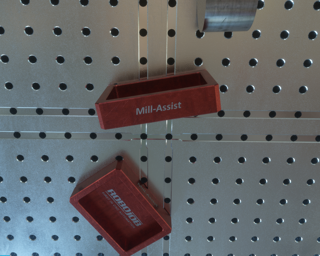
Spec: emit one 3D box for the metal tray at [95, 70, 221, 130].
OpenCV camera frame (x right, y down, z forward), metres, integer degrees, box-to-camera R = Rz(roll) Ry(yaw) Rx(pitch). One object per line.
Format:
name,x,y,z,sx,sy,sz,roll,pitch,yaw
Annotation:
metal tray,-0.002,-0.036,0.365,0.131,0.090,0.030,-9,110,3

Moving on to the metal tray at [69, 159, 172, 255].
metal tray,-0.055,0.120,0.454,0.090,0.030,0.130,-34,107,11

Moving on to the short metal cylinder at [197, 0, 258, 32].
short metal cylinder,0.069,-0.144,0.331,0.050,0.080,0.079,-2,110,0
